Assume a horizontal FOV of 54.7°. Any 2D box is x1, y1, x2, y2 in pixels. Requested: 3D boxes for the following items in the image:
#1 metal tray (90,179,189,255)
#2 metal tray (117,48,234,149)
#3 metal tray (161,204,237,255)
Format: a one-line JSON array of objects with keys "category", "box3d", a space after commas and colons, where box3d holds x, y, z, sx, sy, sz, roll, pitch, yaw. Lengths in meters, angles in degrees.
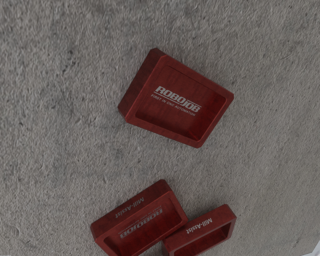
[{"category": "metal tray", "box3d": [-0.028, 0.147, 0.478, 0.131, 0.030, 0.090, -32, 129, -8]}, {"category": "metal tray", "box3d": [0.024, -0.032, 0.396, 0.131, 0.030, 0.090, 21, 107, -36]}, {"category": "metal tray", "box3d": [0.068, 0.192, 0.546, 0.131, 0.030, 0.090, -21, 140, -16]}]
